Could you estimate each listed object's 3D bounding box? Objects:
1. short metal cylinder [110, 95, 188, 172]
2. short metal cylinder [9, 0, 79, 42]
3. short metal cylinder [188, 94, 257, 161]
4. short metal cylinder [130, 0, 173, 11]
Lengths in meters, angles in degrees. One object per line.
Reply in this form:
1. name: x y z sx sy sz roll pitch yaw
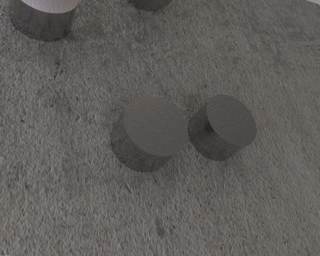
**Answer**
1. short metal cylinder: -0.014 0.007 0.375 0.081 0.050 0.080 14 56 -21
2. short metal cylinder: -0.152 -0.161 0.404 0.081 0.050 0.080 14 56 -21
3. short metal cylinder: 0.086 0.000 0.434 0.081 0.050 0.080 14 56 -21
4. short metal cylinder: -0.015 -0.241 0.507 0.081 0.080 0.050 2 61 -28
